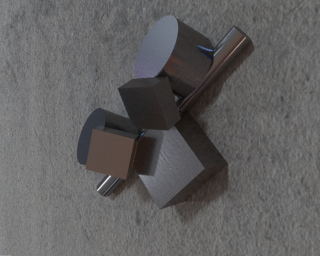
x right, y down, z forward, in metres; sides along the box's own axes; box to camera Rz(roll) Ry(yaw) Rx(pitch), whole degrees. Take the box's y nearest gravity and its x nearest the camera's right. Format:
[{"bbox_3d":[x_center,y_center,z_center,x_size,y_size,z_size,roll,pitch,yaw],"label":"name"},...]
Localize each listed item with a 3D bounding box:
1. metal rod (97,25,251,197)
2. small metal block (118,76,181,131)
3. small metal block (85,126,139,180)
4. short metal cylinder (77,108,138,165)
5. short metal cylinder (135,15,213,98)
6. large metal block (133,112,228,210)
[{"bbox_3d":[0.002,-0.004,0.403,0.299,0.025,0.025,-48,62,28],"label":"metal rod"},{"bbox_3d":[-0.011,-0.026,0.332,0.050,0.025,0.050,3,123,39],"label":"small metal block"},{"bbox_3d":[-0.057,0.029,0.370,0.050,0.025,0.050,14,101,6],"label":"small metal block"},{"bbox_3d":[-0.074,0.018,0.431,0.080,0.050,0.080,-32,47,43],"label":"short metal cylinder"},{"bbox_3d":[0.014,-0.081,0.358,0.080,0.050,0.080,-32,47,43],"label":"short metal cylinder"},{"bbox_3d":[0.018,0.037,0.371,0.080,0.050,0.080,-49,62,29],"label":"large metal block"}]
